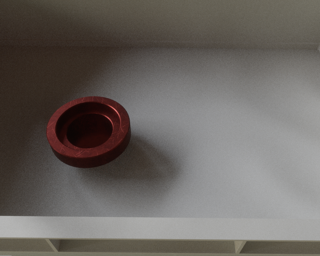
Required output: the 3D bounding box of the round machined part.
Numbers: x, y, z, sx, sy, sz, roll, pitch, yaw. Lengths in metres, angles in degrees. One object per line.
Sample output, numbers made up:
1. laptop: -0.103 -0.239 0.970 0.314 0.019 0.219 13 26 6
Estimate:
1. round machined part: -0.085 0.009 0.385 0.099 0.042 0.098 0 50 0
